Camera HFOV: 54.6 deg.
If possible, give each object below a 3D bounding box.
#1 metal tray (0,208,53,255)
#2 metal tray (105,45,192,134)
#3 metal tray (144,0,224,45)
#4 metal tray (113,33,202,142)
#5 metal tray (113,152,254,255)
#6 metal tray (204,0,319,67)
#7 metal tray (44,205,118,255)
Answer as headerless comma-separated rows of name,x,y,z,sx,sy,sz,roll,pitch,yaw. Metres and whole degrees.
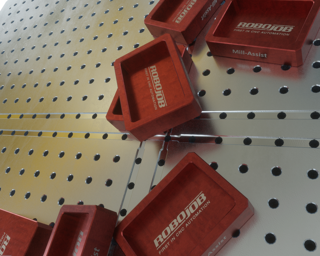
metal tray,-0.206,0.180,0.404,0.090,0.030,0.130,6,64,30
metal tray,-0.014,-0.058,0.449,0.090,0.030,0.130,5,64,30
metal tray,0.046,-0.202,0.505,0.090,0.030,0.130,28,77,37
metal tray,-0.008,-0.056,0.404,0.090,0.030,0.130,-24,53,13
metal tray,0.022,0.100,0.332,0.130,0.030,0.090,-45,51,-4
metal tray,0.137,-0.135,0.416,0.130,0.030,0.090,18,71,35
metal tray,-0.100,0.153,0.343,0.090,0.030,0.130,-15,52,47
